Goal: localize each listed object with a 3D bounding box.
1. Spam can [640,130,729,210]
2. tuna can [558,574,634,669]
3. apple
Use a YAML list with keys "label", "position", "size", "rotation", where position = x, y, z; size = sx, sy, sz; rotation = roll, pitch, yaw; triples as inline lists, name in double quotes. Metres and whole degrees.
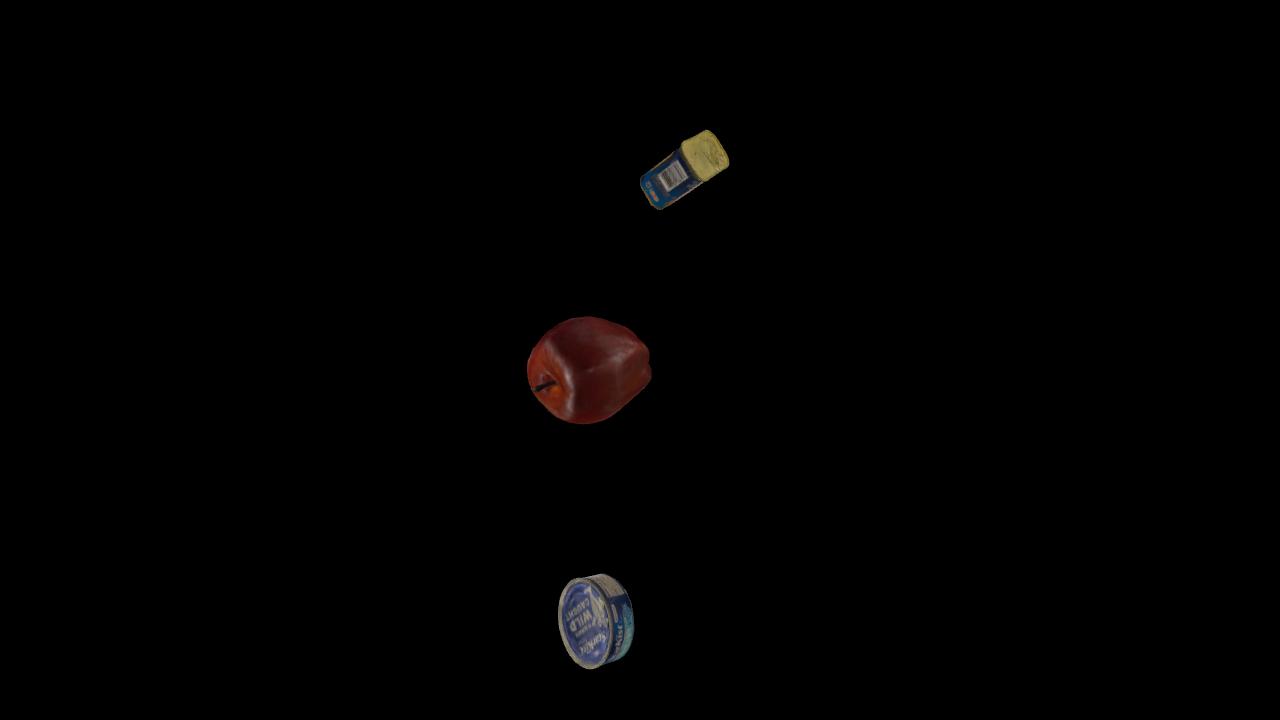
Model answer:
- label: "Spam can"
  position: [0.059, -0.254, 0.826]
  size: [0.085, 0.058, 0.101]
  rotation: [-25, 13, 42]
- label: "tuna can"
  position: [-0.044, 0.257, 0.609]
  size: [0.034, 0.084, 0.084]
  rotation: [6, -4, -42]
- label: "apple"
  position: [-0.038, 0.007, 0.454]
  size: [0.093, 0.079, 0.079]
  rotation: [-19, 12, -38]
